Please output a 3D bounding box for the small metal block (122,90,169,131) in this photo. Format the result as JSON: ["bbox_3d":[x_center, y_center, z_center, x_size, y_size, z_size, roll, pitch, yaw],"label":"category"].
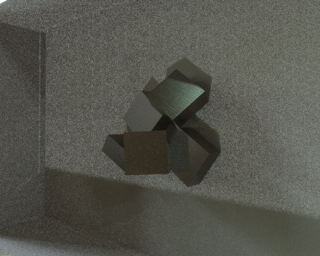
[{"bbox_3d":[-0.016,-0.015,0.415,0.050,0.025,0.050,51,120,27],"label":"small metal block"}]

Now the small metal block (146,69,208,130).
[{"bbox_3d":[0.020,-0.035,0.372,0.050,0.025,0.050,-42,60,-6],"label":"small metal block"}]

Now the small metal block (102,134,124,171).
[{"bbox_3d":[-0.041,0.032,0.419,0.050,0.050,0.025,36,112,34],"label":"small metal block"}]

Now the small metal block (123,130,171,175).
[{"bbox_3d":[-0.015,0.029,0.368,0.050,0.025,0.050,-3,87,7],"label":"small metal block"}]

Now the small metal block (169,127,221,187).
[{"bbox_3d":[0.036,0.034,0.373,0.050,0.025,0.050,42,115,31],"label":"small metal block"}]
